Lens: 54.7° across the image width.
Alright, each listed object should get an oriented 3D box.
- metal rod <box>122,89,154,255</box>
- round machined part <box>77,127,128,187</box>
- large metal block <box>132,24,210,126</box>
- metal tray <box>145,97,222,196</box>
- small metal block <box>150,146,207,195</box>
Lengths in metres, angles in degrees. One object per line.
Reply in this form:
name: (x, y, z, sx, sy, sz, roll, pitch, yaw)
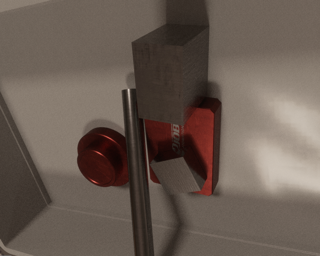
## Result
metal rod: (-0.025, 0.100, 0.397, 0.025, 0.025, 0.298, -5, 89, 30)
round machined part: (-0.086, 0.051, 0.473, 0.098, 0.042, 0.097, 13, 124, 20)
large metal block: (0.015, -0.060, 0.327, 0.050, 0.080, 0.079, 11, 123, 22)
metal tray: (0.030, 0.021, 0.402, 0.090, 0.030, 0.129, 10, 123, 22)
small metal block: (0.023, 0.054, 0.389, 0.050, 0.025, 0.050, -17, 110, 34)
